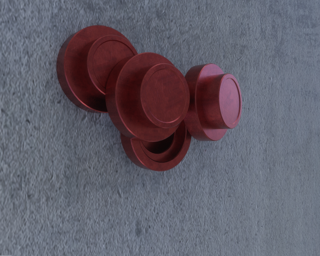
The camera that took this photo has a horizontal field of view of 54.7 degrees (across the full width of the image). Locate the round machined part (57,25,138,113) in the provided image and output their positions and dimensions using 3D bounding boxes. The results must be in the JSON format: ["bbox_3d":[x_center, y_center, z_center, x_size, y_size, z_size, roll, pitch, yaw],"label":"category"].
[{"bbox_3d":[-0.059,-0.066,0.346,0.099,0.042,0.097,0,90,-40],"label":"round machined part"}]

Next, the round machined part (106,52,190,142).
[{"bbox_3d":[-0.006,-0.034,0.337,0.099,0.042,0.097,0,90,-40],"label":"round machined part"}]

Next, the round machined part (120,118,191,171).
[{"bbox_3d":[-0.009,0.004,0.389,0.099,0.042,0.097,0,90,-40],"label":"round machined part"}]

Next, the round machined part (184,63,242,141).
[{"bbox_3d":[0.070,-0.032,0.388,0.099,0.042,0.097,3,87,-53],"label":"round machined part"}]

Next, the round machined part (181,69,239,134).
[{"bbox_3d":[0.081,-0.040,0.465,0.099,0.042,0.097,0,90,-40],"label":"round machined part"}]
